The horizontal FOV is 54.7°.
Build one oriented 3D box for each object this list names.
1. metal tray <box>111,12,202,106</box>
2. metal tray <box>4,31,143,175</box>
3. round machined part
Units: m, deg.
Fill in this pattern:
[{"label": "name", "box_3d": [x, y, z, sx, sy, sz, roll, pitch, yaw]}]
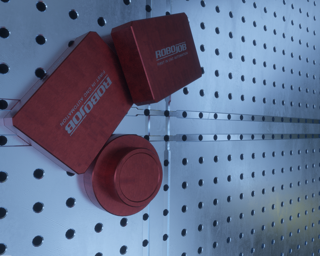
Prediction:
[{"label": "metal tray", "box_3d": [0.003, -0.090, 0.386, 0.131, 0.030, 0.090, -36, 113, -51]}, {"label": "metal tray", "box_3d": [-0.085, -0.028, 0.334, 0.090, 0.030, 0.130, 47, 62, -30]}, {"label": "round machined part", "box_3d": [-0.036, 0.056, 0.368, 0.099, 0.042, 0.097, 0, 90, -40]}]
